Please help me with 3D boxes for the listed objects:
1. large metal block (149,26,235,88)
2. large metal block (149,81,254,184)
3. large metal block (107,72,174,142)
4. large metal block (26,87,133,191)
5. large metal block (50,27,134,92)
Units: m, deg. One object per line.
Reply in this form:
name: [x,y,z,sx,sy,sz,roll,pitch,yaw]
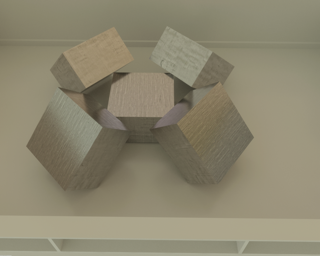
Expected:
large metal block: [0.046,-0.092,0.438,0.080,0.050,0.080,39,17,28]
large metal block: [0.049,0.006,0.353,0.080,0.050,0.080,-44,108,-31]
large metal block: [-0.023,-0.028,0.409,0.080,0.050,0.080,1,50,0]
large metal block: [-0.092,0.012,0.349,0.080,0.050,0.080,39,104,27]
large metal block: [-0.096,-0.087,0.429,0.080,0.080,0.050,-38,103,-28]
